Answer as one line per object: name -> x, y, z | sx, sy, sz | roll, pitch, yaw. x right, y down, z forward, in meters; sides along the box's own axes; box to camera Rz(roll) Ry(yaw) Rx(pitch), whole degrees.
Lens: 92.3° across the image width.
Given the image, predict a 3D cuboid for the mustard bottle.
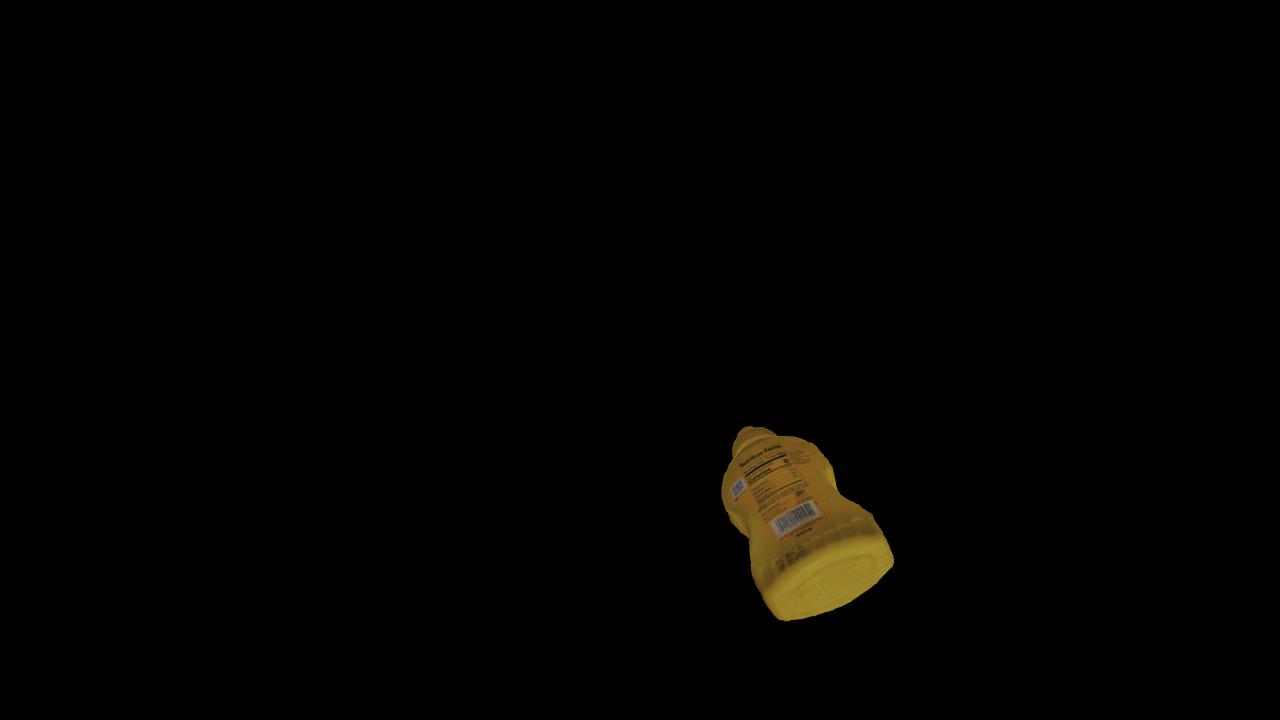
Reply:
mustard bottle -> 0.110, 0.104, 0.475 | 0.092, 0.054, 0.184 | -35, 25, 7
